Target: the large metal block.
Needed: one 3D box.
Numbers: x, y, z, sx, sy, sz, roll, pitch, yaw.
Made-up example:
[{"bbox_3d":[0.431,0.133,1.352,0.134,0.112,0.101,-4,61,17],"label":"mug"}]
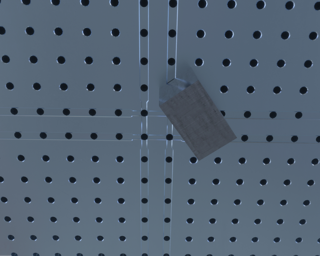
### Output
[{"bbox_3d":[0.043,-0.020,0.377,0.050,0.080,0.080,-33,107,11],"label":"large metal block"}]
